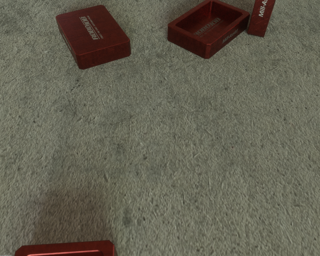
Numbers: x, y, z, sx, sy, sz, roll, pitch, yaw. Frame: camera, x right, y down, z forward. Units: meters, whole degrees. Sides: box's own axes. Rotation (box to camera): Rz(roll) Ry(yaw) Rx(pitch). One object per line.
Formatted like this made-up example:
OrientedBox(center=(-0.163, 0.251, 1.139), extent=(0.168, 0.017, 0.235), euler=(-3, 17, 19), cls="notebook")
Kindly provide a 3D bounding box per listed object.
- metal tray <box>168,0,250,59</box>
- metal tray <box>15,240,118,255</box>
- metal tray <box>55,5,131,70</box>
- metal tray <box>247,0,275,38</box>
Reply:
OrientedBox(center=(0.087, -0.181, 0.552), extent=(0.090, 0.030, 0.131), euler=(34, 57, 25), cls="metal tray")
OrientedBox(center=(-0.084, 0.166, 0.259), extent=(0.091, 0.030, 0.130), euler=(-3, 50, -3), cls="metal tray")
OrientedBox(center=(-0.116, -0.160, 0.534), extent=(0.091, 0.030, 0.130), euler=(-21, 53, -17), cls="metal tray")
OrientedBox(center=(0.188, -0.236, 0.535), extent=(0.030, 0.129, 0.090), euler=(17, 52, 14), cls="metal tray")
